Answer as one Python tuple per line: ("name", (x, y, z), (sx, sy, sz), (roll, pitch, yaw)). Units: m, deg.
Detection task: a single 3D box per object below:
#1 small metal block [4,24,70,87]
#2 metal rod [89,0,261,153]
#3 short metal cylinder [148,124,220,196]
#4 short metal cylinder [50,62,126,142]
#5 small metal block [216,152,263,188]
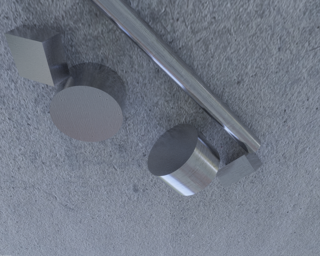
("small metal block", (-0.128, -0.077, 0.327), (0.050, 0.025, 0.050), (18, 134, 21))
("metal rod", (0.027, -0.059, 0.356), (0.025, 0.025, 0.301), (-35, 123, 26))
("short metal cylinder", (0.031, 0.041, 0.407), (0.080, 0.080, 0.050), (-32, 124, 23))
("short metal cylinder", (-0.082, -0.030, 0.364), (0.081, 0.050, 0.079), (-1, 130, 0))
("small metal block", (0.112, 0.057, 0.439), (0.050, 0.050, 0.025), (-37, 77, 27))
